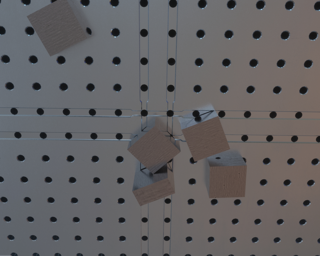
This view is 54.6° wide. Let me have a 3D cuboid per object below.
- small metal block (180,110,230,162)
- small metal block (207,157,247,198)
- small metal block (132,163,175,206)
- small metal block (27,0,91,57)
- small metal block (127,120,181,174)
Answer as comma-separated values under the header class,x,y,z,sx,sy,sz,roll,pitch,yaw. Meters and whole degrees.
class,x,y,z,sx,sy,sz,roll,pitch,yaw
small metal block,0.060,0.011,0.418,0.050,0.025,0.050,-21,109,7
small metal block,0.094,0.071,0.440,0.050,0.025,0.050,-2,110,0
small metal block,-0.008,0.075,0.428,0.050,0.050,0.025,-22,109,8
small metal block,-0.118,-0.120,0.368,0.050,0.025,0.050,-24,109,8
small metal block,-0.008,0.026,0.423,0.050,0.025,0.050,-41,105,13
